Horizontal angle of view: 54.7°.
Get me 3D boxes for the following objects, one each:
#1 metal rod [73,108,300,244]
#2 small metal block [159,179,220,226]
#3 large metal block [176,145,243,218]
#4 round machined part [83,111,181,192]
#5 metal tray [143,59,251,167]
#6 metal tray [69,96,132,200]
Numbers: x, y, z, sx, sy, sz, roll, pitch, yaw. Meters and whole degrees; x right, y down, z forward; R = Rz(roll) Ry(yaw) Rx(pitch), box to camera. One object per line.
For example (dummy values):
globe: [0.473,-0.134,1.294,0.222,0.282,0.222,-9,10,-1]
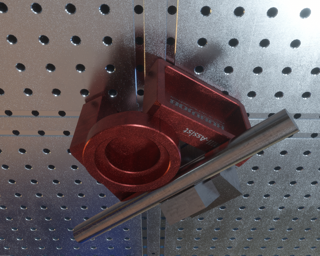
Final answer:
metal rod: [0.009,0.067,0.350,0.299,0.025,0.025,-33,123,24]
small metal block: [0.035,0.084,0.360,0.050,0.050,0.025,-35,78,25]
large metal block: [0.058,0.064,0.427,0.080,0.080,0.050,-34,123,25]
round machined part: [-0.028,0.021,0.327,0.099,0.042,0.097,-1,130,0]
metal tray: [0.045,-0.018,0.353,0.131,0.090,0.030,25,127,-20]
metal tray: [-0.054,0.034,0.396,0.030,0.090,0.130,-23,127,18]
